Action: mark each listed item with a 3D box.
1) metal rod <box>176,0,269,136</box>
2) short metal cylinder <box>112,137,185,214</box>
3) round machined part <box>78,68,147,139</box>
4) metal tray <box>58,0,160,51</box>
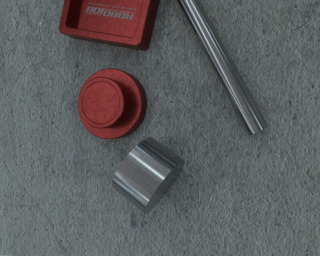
[{"bbox_3d":[0.052,-0.129,0.390,0.025,0.025,0.299,-29,81,17],"label":"metal rod"},{"bbox_3d":[-0.013,0.058,0.384,0.050,0.080,0.080,35,101,16],"label":"short metal cylinder"},{"bbox_3d":[-0.071,-0.033,0.424,0.098,0.042,0.097,0,90,19],"label":"round machined part"},{"bbox_3d":[-0.071,-0.164,0.429,0.130,0.030,0.089,15,95,19],"label":"metal tray"}]
